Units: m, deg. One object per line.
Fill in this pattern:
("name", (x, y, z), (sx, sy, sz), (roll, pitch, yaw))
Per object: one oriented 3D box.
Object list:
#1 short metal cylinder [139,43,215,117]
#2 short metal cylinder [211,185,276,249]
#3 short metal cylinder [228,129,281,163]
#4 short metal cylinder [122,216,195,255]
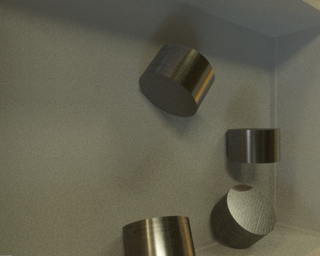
("short metal cylinder", (0.021, -0.058, 0.388), (0.080, 0.080, 0.050), (46, 63, -30))
("short metal cylinder", (0.126, 0.133, 0.469), (0.081, 0.050, 0.080), (14, 44, -14))
("short metal cylinder", (0.150, 0.026, 0.496), (0.081, 0.080, 0.050), (-2, 92, -40))
("short metal cylinder", (-0.001, 0.137, 0.361), (0.081, 0.080, 0.050), (15, 55, -39))
